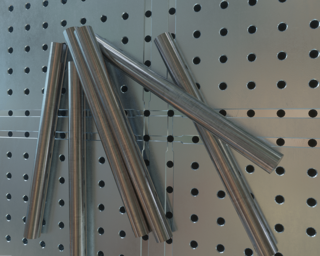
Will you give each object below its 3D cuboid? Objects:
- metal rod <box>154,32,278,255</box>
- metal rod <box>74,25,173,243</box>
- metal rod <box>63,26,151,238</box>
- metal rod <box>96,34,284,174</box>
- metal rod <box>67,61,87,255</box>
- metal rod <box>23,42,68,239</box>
[{"bbox_3d":[0.066,0.014,0.389,0.025,0.025,0.299,-28,81,18],"label":"metal rod"},{"bbox_3d":[-0.049,0.007,0.414,0.025,0.025,0.299,-22,89,19],"label":"metal rod"},{"bbox_3d":[-0.073,0.003,0.429,0.025,0.025,0.299,-21,87,19],"label":"metal rod"},{"bbox_3d":[0.012,-0.043,0.385,0.300,0.025,0.025,37,102,25],"label":"metal rod"},{"bbox_3d":[-0.121,0.053,0.456,0.025,0.025,0.298,-1,90,20],"label":"metal rod"},{"bbox_3d":[-0.175,0.021,0.475,0.025,0.025,0.298,11,94,20],"label":"metal rod"}]
